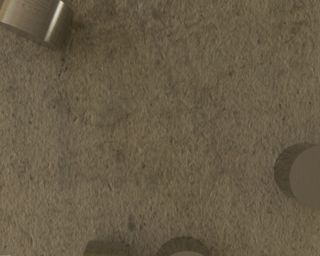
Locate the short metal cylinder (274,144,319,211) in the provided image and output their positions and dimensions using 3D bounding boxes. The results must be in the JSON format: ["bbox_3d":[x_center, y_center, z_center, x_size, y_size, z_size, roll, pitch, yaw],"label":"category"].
[{"bbox_3d":[0.197,0.060,0.400,0.081,0.050,0.079,0,90,-1],"label":"short metal cylinder"}]

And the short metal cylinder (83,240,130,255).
[{"bbox_3d":[-0.068,0.182,0.382,0.050,0.080,0.079,7,90,-1],"label":"short metal cylinder"}]

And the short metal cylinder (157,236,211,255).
[{"bbox_3d":[0.033,0.188,0.398,0.081,0.050,0.079,0,90,-1],"label":"short metal cylinder"}]

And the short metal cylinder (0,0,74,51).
[{"bbox_3d":[-0.153,-0.136,0.380,0.080,0.080,0.050,22,90,-1],"label":"short metal cylinder"}]
